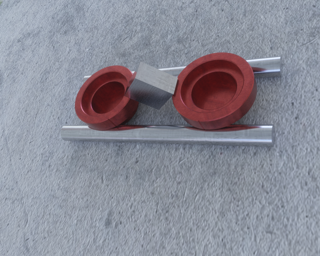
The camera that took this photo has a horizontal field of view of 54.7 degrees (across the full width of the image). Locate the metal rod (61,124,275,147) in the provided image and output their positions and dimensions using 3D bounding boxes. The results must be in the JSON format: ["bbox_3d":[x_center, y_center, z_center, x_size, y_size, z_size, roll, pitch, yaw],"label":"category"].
[{"bbox_3d":[-0.010,0.008,0.405,0.300,0.025,0.025,0,62,28],"label":"metal rod"}]

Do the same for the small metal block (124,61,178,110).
[{"bbox_3d":[-0.012,-0.052,0.394,0.050,0.050,0.025,138,150,-61],"label":"small metal block"}]

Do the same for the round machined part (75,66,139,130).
[{"bbox_3d":[-0.070,-0.039,0.450,0.098,0.042,0.098,-13,56,21],"label":"round machined part"}]

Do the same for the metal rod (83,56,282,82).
[{"bbox_3d":[0.013,-0.075,0.443,0.300,0.025,0.025,0,62,28],"label":"metal rod"}]

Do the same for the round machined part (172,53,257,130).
[{"bbox_3d":[0.068,-0.040,0.377,0.098,0.042,0.098,-13,56,21],"label":"round machined part"}]
